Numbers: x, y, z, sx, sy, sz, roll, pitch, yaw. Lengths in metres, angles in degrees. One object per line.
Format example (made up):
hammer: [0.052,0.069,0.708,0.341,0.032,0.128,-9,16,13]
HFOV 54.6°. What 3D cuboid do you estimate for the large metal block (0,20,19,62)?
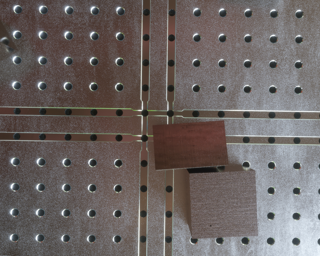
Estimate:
large metal block: [-0.241,-0.107,0.384,0.080,0.080,0.050,-29,90,0]

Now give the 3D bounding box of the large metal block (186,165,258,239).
large metal block: [0.078,0.093,0.401,0.080,0.050,0.080,-3,90,0]

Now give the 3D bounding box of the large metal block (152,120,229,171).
large metal block: [0.034,0.025,0.383,0.080,0.080,0.050,-4,81,0]
